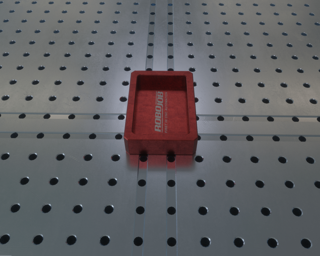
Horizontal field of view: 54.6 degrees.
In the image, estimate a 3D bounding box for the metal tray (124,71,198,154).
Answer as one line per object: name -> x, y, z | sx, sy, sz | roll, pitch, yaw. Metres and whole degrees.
metal tray -> 0.002, -0.025, 0.425 | 0.090, 0.030, 0.130 | 1, 50, 0
